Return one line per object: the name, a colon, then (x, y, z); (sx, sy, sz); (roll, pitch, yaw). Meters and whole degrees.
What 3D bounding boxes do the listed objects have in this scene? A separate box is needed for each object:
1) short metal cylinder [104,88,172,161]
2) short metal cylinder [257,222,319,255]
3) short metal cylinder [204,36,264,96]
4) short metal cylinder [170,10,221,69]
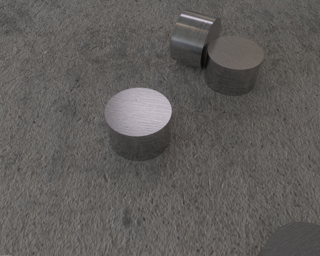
short metal cylinder: (-0.026, -0.005, 0.391); (0.080, 0.050, 0.080); (0, 50, 0)
short metal cylinder: (0.128, 0.132, 0.277); (0.080, 0.050, 0.080); (0, 50, 0)
short metal cylinder: (0.109, -0.094, 0.467); (0.080, 0.050, 0.080); (0, 50, 0)
short metal cylinder: (0.056, -0.138, 0.483); (0.050, 0.080, 0.080); (22, 53, 17)
